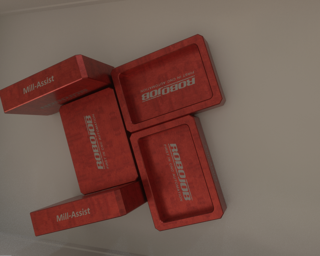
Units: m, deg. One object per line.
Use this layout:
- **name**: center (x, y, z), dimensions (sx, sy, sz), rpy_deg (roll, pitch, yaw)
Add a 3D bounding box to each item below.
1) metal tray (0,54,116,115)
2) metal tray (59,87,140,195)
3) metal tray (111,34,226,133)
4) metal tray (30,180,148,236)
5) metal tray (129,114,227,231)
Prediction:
- **metal tray**: center (-0.132, -0.053, 0.417), dimensions (0.130, 0.090, 0.030), rpy_deg (-19, 84, 18)
- **metal tray**: center (-0.081, 0.019, 0.432), dimensions (0.090, 0.030, 0.129), rpy_deg (-18, 84, 18)
- **metal tray**: center (0.009, -0.054, 0.402), dimensions (0.130, 0.030, 0.090), rpy_deg (-18, 84, 18)
- **metal tray**: center (-0.086, 0.100, 0.402), dimensions (0.130, 0.090, 0.030), rpy_deg (-18, 84, 18)
- **metal tray**: center (0.022, 0.057, 0.397), dimensions (0.090, 0.030, 0.129), rpy_deg (-18, 84, 18)
